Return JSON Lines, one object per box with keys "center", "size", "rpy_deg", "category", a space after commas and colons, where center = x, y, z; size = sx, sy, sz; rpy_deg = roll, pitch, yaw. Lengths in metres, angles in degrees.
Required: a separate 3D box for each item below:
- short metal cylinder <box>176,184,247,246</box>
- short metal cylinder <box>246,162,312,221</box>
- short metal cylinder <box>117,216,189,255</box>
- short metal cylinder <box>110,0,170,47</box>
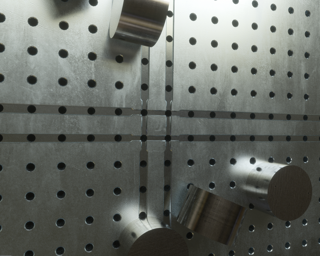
{"center": [0.068, 0.114, 0.409], "size": [0.080, 0.080, 0.050], "rpy_deg": [26, 82, -18], "category": "short metal cylinder"}
{"center": [0.178, 0.093, 0.465], "size": [0.081, 0.050, 0.079], "rpy_deg": [0, 90, -20], "category": "short metal cylinder"}
{"center": [-0.010, 0.160, 0.396], "size": [0.081, 0.050, 0.079], "rpy_deg": [0, 90, -20], "category": "short metal cylinder"}
{"center": [-0.027, -0.143, 0.373], "size": [0.050, 0.080, 0.080], "rpy_deg": [8, 87, -20], "category": "short metal cylinder"}
